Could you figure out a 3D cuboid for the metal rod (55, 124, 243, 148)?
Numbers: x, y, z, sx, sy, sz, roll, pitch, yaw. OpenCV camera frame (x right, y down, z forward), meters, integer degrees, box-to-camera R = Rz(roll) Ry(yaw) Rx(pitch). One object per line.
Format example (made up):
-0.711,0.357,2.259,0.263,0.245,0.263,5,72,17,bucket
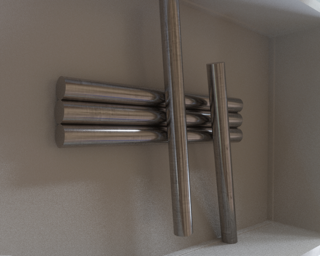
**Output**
0.012,0.010,0.417,0.302,0.025,0.025,1,90,-40,metal rod

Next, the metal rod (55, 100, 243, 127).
0.012,-0.015,0.417,0.302,0.025,0.025,1,90,-40,metal rod

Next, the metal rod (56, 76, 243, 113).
0.013,-0.039,0.418,0.302,0.025,0.025,1,90,-40,metal rod

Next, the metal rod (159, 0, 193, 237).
0.021,-0.013,0.391,0.025,0.025,0.298,-7,94,-40,metal rod

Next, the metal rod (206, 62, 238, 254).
0.095,0.054,0.461,0.025,0.025,0.298,-20,110,-38,metal rod
